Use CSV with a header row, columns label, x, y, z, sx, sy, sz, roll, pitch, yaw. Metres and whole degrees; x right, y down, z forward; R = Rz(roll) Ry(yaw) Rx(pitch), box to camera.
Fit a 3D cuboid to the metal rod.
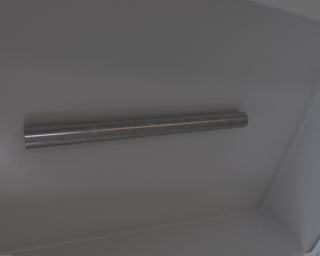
label,x,y,z,sx,sy,sz,roll,pitch,yaw
metal rod,-0.011,-0.001,0.401,0.302,0.025,0.025,-5,121,-26
